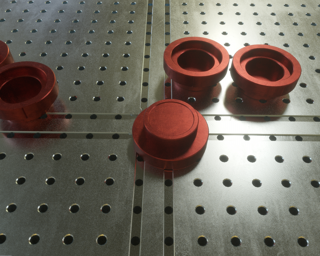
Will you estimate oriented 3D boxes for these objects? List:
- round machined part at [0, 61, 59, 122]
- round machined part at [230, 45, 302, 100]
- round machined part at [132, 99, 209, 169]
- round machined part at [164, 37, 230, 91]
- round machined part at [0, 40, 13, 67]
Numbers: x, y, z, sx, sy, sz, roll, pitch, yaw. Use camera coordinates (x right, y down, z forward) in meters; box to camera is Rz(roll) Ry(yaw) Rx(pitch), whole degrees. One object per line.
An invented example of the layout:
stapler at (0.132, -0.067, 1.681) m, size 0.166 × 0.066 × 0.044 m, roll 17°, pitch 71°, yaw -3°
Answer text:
round machined part at (-0.192, -0.046, 0.433) m, size 0.099 × 0.042 × 0.098 m, roll 0°, pitch 50°, yaw 0°
round machined part at (0.155, -0.079, 0.465) m, size 0.099 × 0.042 × 0.098 m, roll 0°, pitch 50°, yaw 0°
round machined part at (0.013, 0.001, 0.396) m, size 0.099 × 0.042 × 0.098 m, roll 0°, pitch 50°, yaw 0°
round machined part at (0.054, -0.095, 0.477) m, size 0.099 × 0.042 × 0.098 m, roll 0°, pitch 50°, yaw 0°
round machined part at (-0.291, -0.115, 0.490) m, size 0.099 × 0.042 × 0.098 m, roll 0°, pitch 50°, yaw 0°
